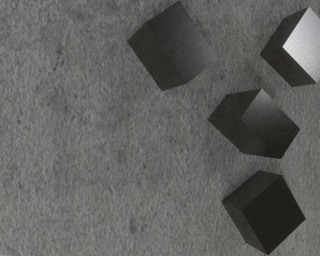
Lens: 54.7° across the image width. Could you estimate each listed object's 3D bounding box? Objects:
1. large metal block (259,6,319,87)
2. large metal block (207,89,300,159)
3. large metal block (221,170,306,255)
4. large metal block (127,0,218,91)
[{"bbox_3d":[0.216,-0.122,0.478,0.080,0.050,0.080,39,77,-16],"label":"large metal block"},{"bbox_3d":[0.127,-0.005,0.428,0.080,0.080,0.050,42,77,-16],"label":"large metal block"},{"bbox_3d":[0.151,0.121,0.454,0.080,0.050,0.080,-35,102,-17],"label":"large metal block"},{"bbox_3d":[0.012,-0.097,0.385,0.050,0.080,0.080,-39,103,-16],"label":"large metal block"}]
